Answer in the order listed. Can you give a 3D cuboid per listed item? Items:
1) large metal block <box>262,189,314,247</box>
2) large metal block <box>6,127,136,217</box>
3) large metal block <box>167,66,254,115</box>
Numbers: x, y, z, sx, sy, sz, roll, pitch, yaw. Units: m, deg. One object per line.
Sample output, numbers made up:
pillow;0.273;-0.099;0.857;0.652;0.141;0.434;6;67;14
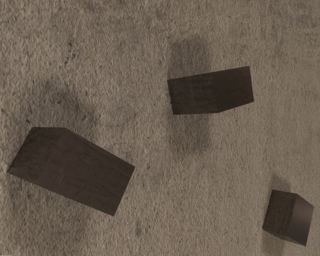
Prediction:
large metal block;0.252;0.175;0.604;0.080;0.050;0.080;34;69;-35
large metal block;-0.086;0.040;0.298;0.080;0.080;0.050;35;68;-35
large metal block;0.070;-0.052;0.430;0.081;0.080;0.050;-17;101;-39
